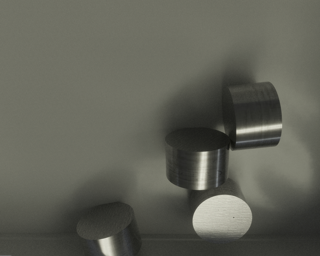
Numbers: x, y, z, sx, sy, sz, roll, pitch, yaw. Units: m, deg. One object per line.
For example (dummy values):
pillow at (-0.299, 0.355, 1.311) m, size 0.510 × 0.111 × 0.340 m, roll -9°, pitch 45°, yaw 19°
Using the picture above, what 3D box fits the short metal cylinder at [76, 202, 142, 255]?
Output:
short metal cylinder at (-0.070, 0.149, 0.436) m, size 0.080 × 0.080 × 0.050 m, roll -11°, pitch 110°, yaw 3°

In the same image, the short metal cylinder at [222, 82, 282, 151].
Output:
short metal cylinder at (0.109, -0.014, 0.378) m, size 0.050 × 0.080 × 0.079 m, roll -6°, pitch 110°, yaw 2°

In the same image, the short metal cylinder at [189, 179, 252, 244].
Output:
short metal cylinder at (0.084, 0.116, 0.442) m, size 0.081 × 0.050 × 0.079 m, roll 0°, pitch 110°, yaw -1°

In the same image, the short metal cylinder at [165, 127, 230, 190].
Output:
short metal cylinder at (0.047, 0.036, 0.396) m, size 0.081 × 0.080 × 0.050 m, roll -2°, pitch 110°, yaw 0°
